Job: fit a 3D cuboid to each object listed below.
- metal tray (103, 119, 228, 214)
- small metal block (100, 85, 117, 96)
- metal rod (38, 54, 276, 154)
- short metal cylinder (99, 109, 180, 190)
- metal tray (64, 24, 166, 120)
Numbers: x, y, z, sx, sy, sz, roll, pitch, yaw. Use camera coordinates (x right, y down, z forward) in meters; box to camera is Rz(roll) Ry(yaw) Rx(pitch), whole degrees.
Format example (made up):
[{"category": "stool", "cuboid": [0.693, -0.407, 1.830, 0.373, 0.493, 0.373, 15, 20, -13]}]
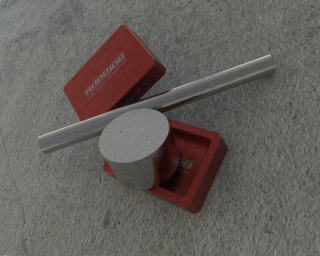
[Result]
[{"category": "metal tray", "cuboid": [0.004, 0.036, 0.375, 0.130, 0.030, 0.090, 17, 70, 34]}, {"category": "small metal block", "cuboid": [-0.063, -0.045, 0.447, 0.050, 0.050, 0.025, 10, 67, 32]}, {"category": "metal rod", "cuboid": [-0.005, -0.029, 0.386, 0.301, 0.025, 0.025, -19, 54, 2]}, {"category": "short metal cylinder", "cuboid": [-0.022, 0.023, 0.354, 0.080, 0.050, 0.080, -11, 43, 11]}, {"category": "metal tray", "cuboid": [-0.066, -0.065, 0.425, 0.130, 0.030, 0.090, -43, 60, 13]}]
